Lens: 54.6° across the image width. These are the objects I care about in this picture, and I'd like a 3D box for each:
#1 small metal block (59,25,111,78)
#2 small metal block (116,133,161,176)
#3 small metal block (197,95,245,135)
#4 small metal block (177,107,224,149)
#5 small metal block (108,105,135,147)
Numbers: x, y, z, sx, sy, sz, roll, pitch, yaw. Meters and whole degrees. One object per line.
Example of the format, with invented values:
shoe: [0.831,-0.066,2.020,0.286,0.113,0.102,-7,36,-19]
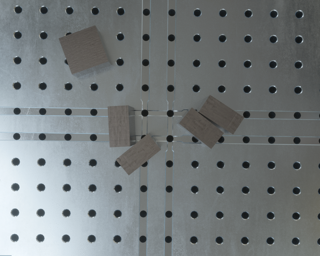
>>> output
small metal block: [-0.099,-0.101,0.413,0.050,0.025,0.050,-20,90,0]
small metal block: [-0.026,0.032,0.401,0.050,0.050,0.025,-39,90,0]
small metal block: [0.075,-0.016,0.401,0.050,0.050,0.025,33,90,0]
small metal block: [0.051,0.000,0.401,0.050,0.050,0.025,39,90,0]
small metal block: [-0.048,-0.002,0.400,0.025,0.050,0.050,-3,90,3]
